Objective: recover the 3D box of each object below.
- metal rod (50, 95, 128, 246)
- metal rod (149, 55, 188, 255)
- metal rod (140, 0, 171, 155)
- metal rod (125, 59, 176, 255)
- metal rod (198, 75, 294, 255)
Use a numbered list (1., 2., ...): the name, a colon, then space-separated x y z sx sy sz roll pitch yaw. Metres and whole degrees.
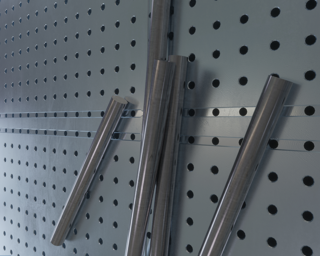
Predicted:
1. metal rod: -0.124 0.082 0.512 0.025 0.025 0.298 41 115 32
2. metal rod: 0.009 0.058 0.403 0.025 0.025 0.298 9 96 40
3. metal rod: -0.006 -0.073 0.415 0.025 0.025 0.298 8 95 40
4. metal rod: -0.017 0.064 0.396 0.025 0.025 0.298 22 110 38
5. metal rod: 0.077 0.088 0.346 0.025 0.025 0.298 28 108 36
